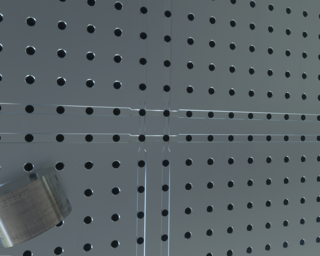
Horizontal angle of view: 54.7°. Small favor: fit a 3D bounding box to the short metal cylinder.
[{"bbox_3d":[-0.143,0.082,0.331,0.081,0.080,0.050,-24,98,-19],"label":"short metal cylinder"}]
